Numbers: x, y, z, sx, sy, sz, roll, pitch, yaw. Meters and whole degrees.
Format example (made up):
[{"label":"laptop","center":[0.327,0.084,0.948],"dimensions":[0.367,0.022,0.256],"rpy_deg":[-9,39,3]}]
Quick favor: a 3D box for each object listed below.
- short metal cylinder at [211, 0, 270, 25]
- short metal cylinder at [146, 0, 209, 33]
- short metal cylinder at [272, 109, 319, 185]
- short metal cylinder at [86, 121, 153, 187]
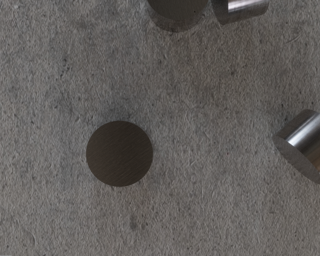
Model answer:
[{"label":"short metal cylinder","center":[0.095,-0.174,0.383],"dimensions":[0.050,0.080,0.080],"rpy_deg":[-15,90,0]},{"label":"short metal cylinder","center":[0.022,-0.170,0.397],"dimensions":[0.081,0.050,0.080],"rpy_deg":[0,90,0]},{"label":"short metal cylinder","center":[0.188,0.023,0.384],"dimensions":[0.050,0.080,0.080],"rpy_deg":[-41,90,0]},{"label":"short metal cylinder","center":[-0.049,0.031,0.397],"dimensions":[0.081,0.050,0.080],"rpy_deg":[0,90,0]}]
